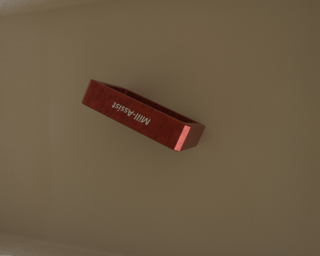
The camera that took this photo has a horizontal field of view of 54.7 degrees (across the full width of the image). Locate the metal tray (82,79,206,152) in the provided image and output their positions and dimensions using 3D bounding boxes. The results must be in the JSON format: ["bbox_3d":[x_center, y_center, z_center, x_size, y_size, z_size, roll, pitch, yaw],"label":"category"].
[{"bbox_3d":[-0.017,-0.016,0.377,0.130,0.090,0.030,26,99,17],"label":"metal tray"}]
